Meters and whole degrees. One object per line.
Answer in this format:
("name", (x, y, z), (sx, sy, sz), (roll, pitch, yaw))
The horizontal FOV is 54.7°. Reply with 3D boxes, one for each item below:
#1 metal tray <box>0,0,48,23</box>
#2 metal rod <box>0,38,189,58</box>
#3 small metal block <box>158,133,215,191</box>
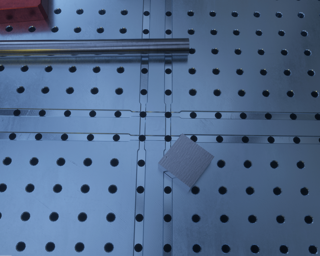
("metal tray", (-0.228, -0.231, 0.491), (0.091, 0.030, 0.129), (-6, 70, -3))
("metal rod", (-0.109, -0.117, 0.453), (0.302, 0.025, 0.025), (-1, 70, -1))
("small metal block", (0.033, 0.044, 0.396), (0.050, 0.025, 0.050), (37, 74, 12))
